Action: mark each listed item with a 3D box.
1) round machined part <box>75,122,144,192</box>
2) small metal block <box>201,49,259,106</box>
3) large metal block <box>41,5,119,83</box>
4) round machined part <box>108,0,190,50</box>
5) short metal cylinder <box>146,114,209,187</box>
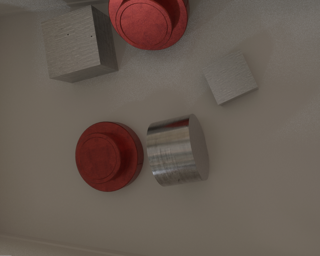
[{"bbox_3d":[-0.076,0.040,0.427,0.098,0.042,0.097,0,90,19],"label":"round machined part"},{"bbox_3d":[0.086,-0.061,0.380,0.050,0.025,0.050,-25,82,18],"label":"small metal block"},{"bbox_3d":[-0.112,-0.114,0.435,0.080,0.050,0.080,-11,87,19],"label":"large metal block"},{"bbox_3d":[-0.015,-0.135,0.375,0.098,0.098,0.042,-4,47,19],"label":"round machined part"},{"bbox_3d":[0.024,0.027,0.372,0.050,0.080,0.080,-13,86,19],"label":"short metal cylinder"}]
